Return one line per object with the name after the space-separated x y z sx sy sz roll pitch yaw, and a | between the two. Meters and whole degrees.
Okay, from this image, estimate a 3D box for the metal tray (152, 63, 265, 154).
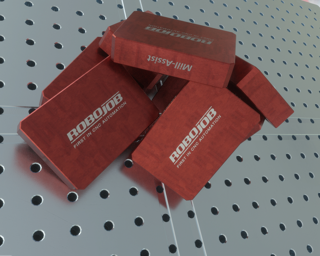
0.063 -0.028 0.417 0.130 0.090 0.030 38 52 -2 | metal tray

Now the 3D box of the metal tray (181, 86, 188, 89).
0.082 -0.073 0.465 0.131 0.030 0.090 23 50 -39 | metal tray

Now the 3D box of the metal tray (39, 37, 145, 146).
-0.075 -0.050 0.394 0.090 0.030 0.130 34 51 -6 | metal tray

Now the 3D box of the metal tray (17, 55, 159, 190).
-0.073 -0.008 0.341 0.131 0.030 0.090 -45 104 -28 | metal tray

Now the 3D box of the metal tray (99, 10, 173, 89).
-0.015 -0.117 0.443 0.090 0.030 0.131 41 37 -2 | metal tray

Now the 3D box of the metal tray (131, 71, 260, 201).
0.040 0.008 0.364 0.090 0.130 0.030 38 9 -4 | metal tray

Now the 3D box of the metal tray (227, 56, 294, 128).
0.113 -0.062 0.422 0.090 0.030 0.130 39 12 -29 | metal tray

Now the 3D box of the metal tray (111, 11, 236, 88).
0.019 -0.095 0.360 0.131 0.030 0.090 14 39 4 | metal tray
